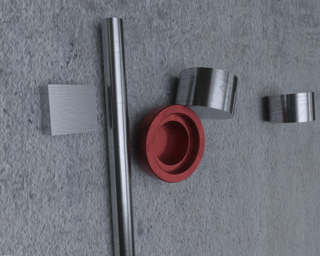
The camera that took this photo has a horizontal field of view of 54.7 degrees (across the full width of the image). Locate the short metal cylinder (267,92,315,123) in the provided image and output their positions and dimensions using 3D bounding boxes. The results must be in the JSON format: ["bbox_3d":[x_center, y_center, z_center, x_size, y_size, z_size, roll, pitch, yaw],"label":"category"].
[{"bbox_3d":[0.241,-0.038,0.571,0.081,0.080,0.050,-8,95,-40],"label":"short metal cylinder"}]

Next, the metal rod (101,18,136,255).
[{"bbox_3d":[-0.047,0.027,0.360,0.025,0.025,0.298,-6,95,-40],"label":"metal rod"}]

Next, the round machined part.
[{"bbox_3d":[0.009,0.018,0.399,0.099,0.042,0.097,-3,94,-38],"label":"round machined part"}]

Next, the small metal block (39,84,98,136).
[{"bbox_3d":[-0.095,-0.019,0.325,0.050,0.025,0.050,-6,94,-40],"label":"small metal block"}]

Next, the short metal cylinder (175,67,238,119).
[{"bbox_3d":[0.063,-0.045,0.421,0.081,0.080,0.050,15,80,-39],"label":"short metal cylinder"}]
